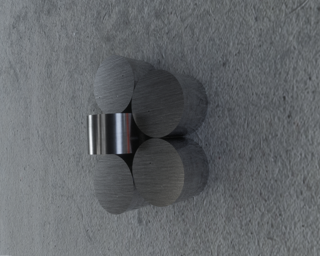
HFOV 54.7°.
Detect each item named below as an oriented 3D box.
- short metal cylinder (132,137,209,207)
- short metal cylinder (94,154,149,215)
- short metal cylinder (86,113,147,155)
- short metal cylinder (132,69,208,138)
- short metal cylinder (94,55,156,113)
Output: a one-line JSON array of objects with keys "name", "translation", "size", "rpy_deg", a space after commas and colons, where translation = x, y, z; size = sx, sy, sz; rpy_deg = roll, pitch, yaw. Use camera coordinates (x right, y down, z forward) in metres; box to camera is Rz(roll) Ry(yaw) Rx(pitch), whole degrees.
[{"name": "short metal cylinder", "translation": [0.012, 0.051, 0.379], "size": [0.080, 0.050, 0.080], "rpy_deg": [1, 91, 41]}, {"name": "short metal cylinder", "translation": [-0.047, 0.074, 0.429], "size": [0.080, 0.050, 0.080], "rpy_deg": [0, 91, 41]}, {"name": "short metal cylinder", "translation": [-0.058, 0.008, 0.419], "size": [0.080, 0.081, 0.050], "rpy_deg": [-4, 88, 40]}, {"name": "short metal cylinder", "translation": [0.011, -0.029, 0.380], "size": [0.080, 0.050, 0.080], "rpy_deg": [1, 91, 40]}, {"name": "short metal cylinder", "translation": [-0.046, -0.057, 0.428], "size": [0.080, 0.050, 0.080], "rpy_deg": [0, 91, 41]}]
